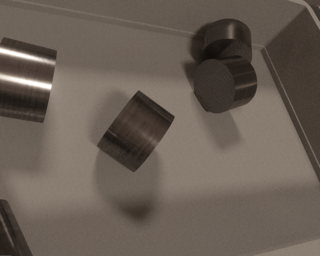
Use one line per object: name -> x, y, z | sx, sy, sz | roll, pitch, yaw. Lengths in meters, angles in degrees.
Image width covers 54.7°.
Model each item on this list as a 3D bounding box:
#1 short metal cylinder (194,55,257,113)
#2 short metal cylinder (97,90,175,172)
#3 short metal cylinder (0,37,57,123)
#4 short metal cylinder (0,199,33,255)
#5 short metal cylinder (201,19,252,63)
short metal cylinder -> 0.097, -0.066, 0.465 | 0.050, 0.080, 0.080 | -18, 72, -35
short metal cylinder -> -0.027, 0.004, 0.355 | 0.050, 0.080, 0.080 | 37, 51, -5
short metal cylinder -> -0.142, -0.048, 0.324 | 0.050, 0.080, 0.080 | 11, 57, -23
short metal cylinder -> -0.146, 0.097, 0.233 | 0.081, 0.080, 0.050 | -22, 74, -36
short metal cylinder -> 0.110, -0.132, 0.512 | 0.080, 0.080, 0.050 | 21, 54, -16
